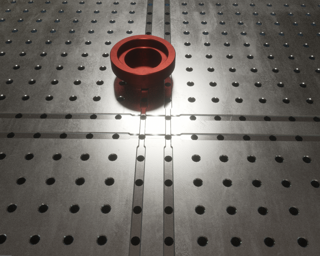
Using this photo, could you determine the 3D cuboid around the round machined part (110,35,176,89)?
[{"bbox_3d":[-0.026,-0.099,0.479,0.099,0.042,0.098,0,50,0],"label":"round machined part"}]
